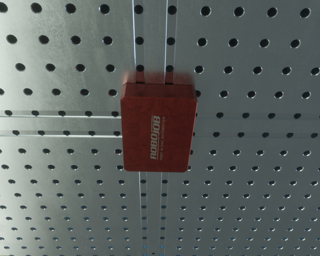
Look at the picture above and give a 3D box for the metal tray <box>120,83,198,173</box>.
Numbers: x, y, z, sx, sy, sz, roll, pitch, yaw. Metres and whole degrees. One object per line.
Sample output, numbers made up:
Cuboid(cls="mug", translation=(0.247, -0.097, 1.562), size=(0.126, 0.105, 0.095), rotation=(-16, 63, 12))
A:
Cuboid(cls="metal tray", translation=(-0.003, 0.005, 0.411), size=(0.091, 0.030, 0.129), rotation=(1, 130, -2))
